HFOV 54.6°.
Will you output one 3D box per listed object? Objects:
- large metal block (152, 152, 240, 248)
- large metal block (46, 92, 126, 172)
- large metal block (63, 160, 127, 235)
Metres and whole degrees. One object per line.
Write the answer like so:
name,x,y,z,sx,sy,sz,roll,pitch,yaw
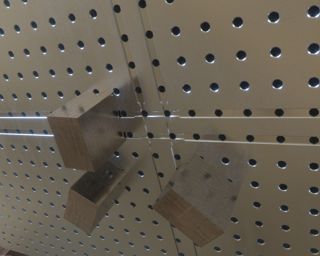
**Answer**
large metal block,0.049,0.092,0.407,0.080,0.080,0.050,39,129,1
large metal block,-0.098,0.002,0.429,0.050,0.080,0.080,4,120,26
large metal block,-0.104,0.108,0.498,0.050,0.080,0.079,30,128,9
